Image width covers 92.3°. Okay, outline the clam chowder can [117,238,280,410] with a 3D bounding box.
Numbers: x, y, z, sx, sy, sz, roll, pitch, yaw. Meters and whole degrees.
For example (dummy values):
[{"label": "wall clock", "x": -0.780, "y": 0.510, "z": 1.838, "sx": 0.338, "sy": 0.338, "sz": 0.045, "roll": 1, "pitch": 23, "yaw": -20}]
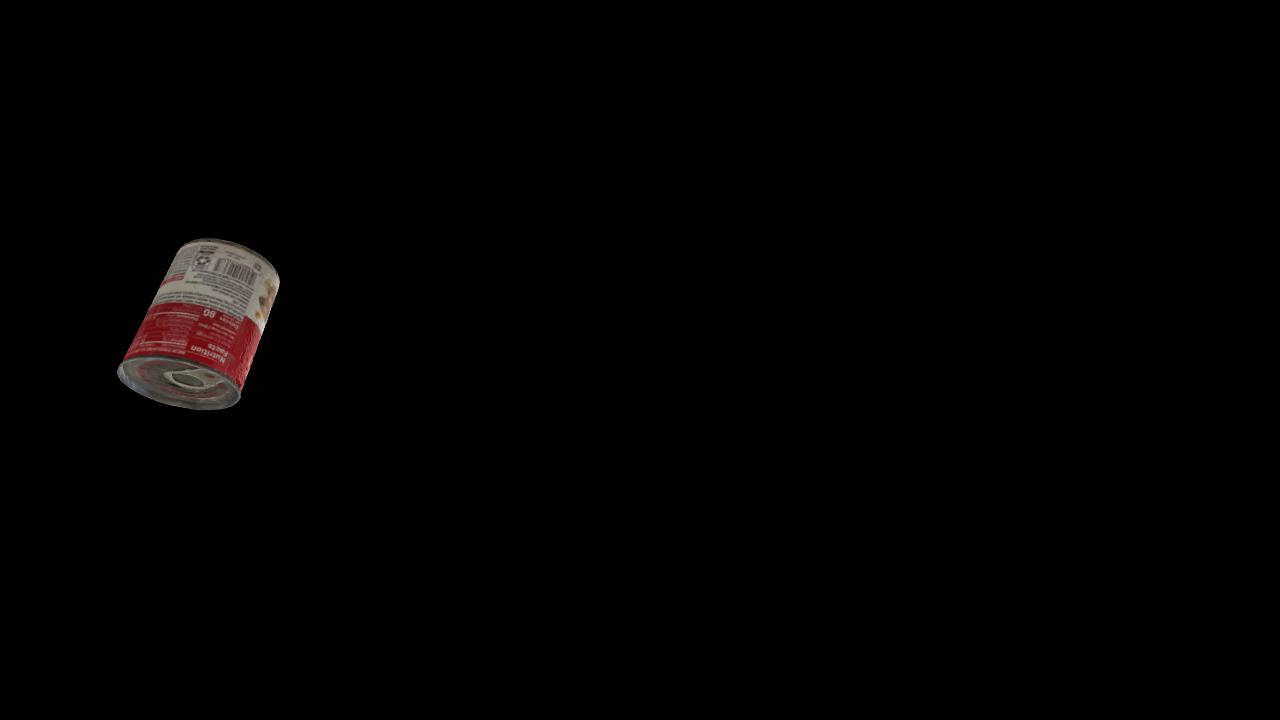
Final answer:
[{"label": "clam chowder can", "x": -0.300, "y": -0.025, "z": 0.426, "sx": 0.068, "sy": 0.102, "sz": 0.068, "roll": -2, "pitch": -32, "yaw": -1}]
